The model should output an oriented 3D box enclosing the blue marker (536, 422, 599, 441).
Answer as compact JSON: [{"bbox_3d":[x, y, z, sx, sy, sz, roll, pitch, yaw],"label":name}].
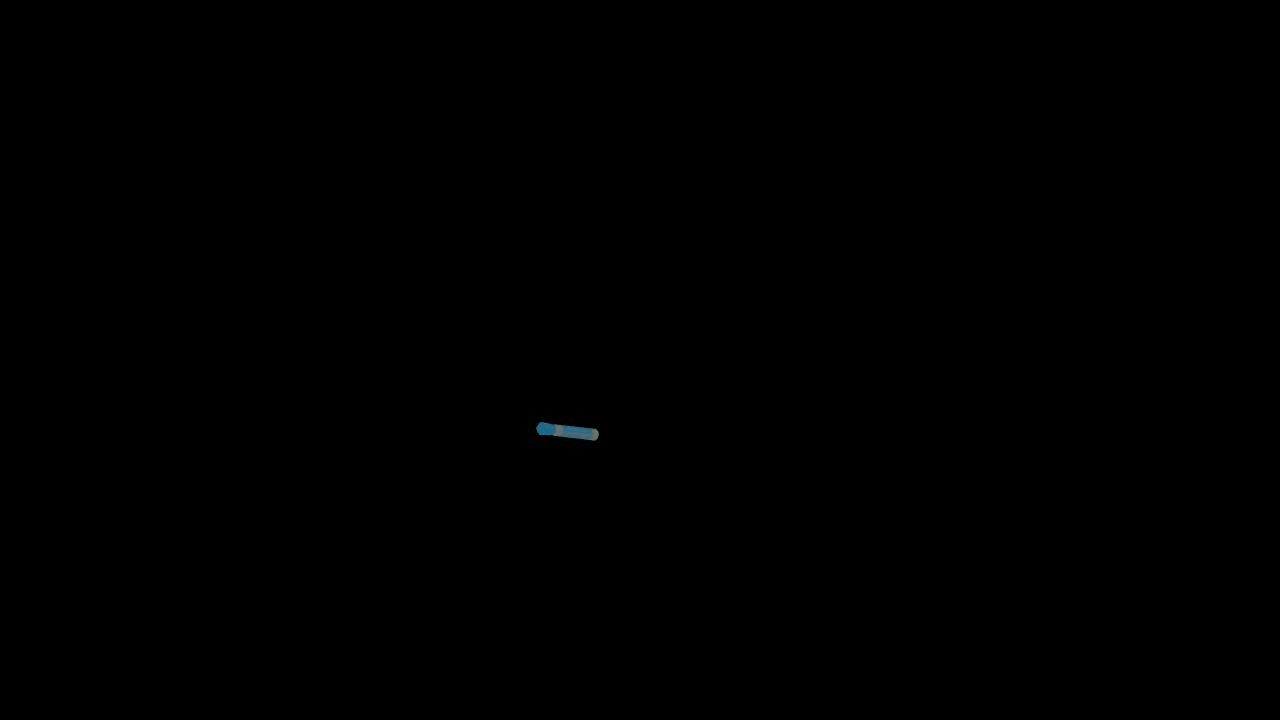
[{"bbox_3d":[-0.109,0.108,0.928,0.020,0.020,0.121,0,-10,39],"label":"blue marker"}]
